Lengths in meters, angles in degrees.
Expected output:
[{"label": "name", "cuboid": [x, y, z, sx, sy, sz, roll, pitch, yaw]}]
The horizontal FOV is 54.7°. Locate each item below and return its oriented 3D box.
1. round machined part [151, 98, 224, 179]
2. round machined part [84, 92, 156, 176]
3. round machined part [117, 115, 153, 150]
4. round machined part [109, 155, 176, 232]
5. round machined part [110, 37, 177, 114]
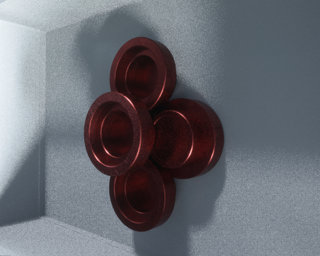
[{"label": "round machined part", "cuboid": [0.023, 0.013, 0.372, 0.098, 0.042, 0.097, 0, 90, 39]}, {"label": "round machined part", "cuboid": [-0.044, 0.007, 0.373, 0.098, 0.042, 0.097, 0, 90, 39]}, {"label": "round machined part", "cuboid": [-0.053, 0.009, 0.435, 0.098, 0.042, 0.097, 0, 90, 39]}, {"label": "round machined part", "cuboid": [-0.018, 0.081, 0.406, 0.098, 0.042, 0.097, 0, 90, 39]}, {"label": "round machined part", "cuboid": [-0.017, -0.065, 0.405, 0.098, 0.042, 0.097, 0, 90, 39]}]
